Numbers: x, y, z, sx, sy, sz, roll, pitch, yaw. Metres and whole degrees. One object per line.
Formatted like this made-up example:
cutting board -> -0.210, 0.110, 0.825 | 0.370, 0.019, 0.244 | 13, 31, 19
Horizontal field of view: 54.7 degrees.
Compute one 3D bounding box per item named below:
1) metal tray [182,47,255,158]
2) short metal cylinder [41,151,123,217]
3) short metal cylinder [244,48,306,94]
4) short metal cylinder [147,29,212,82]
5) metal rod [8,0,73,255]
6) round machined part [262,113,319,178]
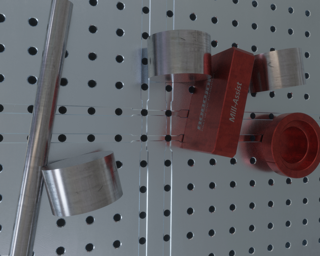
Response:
metal tray -> 0.073, -0.031, 0.404 | 0.030, 0.090, 0.129 | 14, 85, -20
short metal cylinder -> -0.087, 0.060, 0.351 | 0.081, 0.080, 0.050 | -14, 95, -20
short metal cylinder -> 0.162, -0.080, 0.443 | 0.081, 0.080, 0.050 | -11, 94, -20
short metal cylinder -> 0.024, -0.088, 0.392 | 0.081, 0.080, 0.050 | -2, 91, -20
metal rod -> -0.138, -0.002, 0.361 | 0.025, 0.025, 0.298 | 9, 87, -20
round machined part -> 0.198, 0.026, 0.476 | 0.099, 0.042, 0.097 | 0, 90, -20
